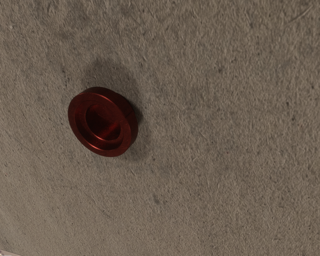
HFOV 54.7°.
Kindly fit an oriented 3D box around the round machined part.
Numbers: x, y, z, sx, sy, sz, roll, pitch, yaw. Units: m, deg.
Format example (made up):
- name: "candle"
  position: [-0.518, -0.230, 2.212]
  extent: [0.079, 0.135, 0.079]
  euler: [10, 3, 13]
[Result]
- name: "round machined part"
  position: [-0.073, -0.012, 0.425]
  extent: [0.098, 0.042, 0.097]
  euler: [13, 124, 20]
